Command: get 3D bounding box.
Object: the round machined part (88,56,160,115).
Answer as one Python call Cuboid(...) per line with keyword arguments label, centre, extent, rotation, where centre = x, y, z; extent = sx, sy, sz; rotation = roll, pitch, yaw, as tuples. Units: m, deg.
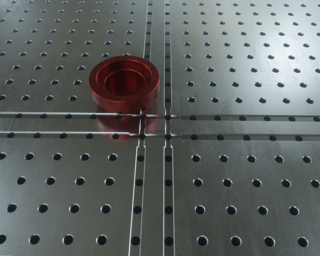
Cuboid(label="round machined part", centre=(-0.050, -0.058, 0.444), extent=(0.099, 0.042, 0.098), rotation=(0, 50, 0))
